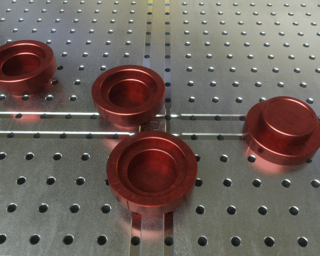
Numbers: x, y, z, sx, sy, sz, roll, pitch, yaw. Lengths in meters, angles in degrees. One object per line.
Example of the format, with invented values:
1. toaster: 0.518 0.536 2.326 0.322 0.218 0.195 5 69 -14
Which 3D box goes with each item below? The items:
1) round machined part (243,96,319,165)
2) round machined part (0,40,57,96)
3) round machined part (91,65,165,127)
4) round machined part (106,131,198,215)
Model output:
1. round machined part: 0.162 -0.004 0.402 0.099 0.042 0.098 0 50 0
2. round machined part: -0.206 -0.087 0.467 0.099 0.042 0.098 0 50 0
3. round machined part: -0.042 -0.040 0.430 0.099 0.042 0.098 0 50 0
4. round machined part: -0.009 0.053 0.352 0.099 0.042 0.098 0 50 0
